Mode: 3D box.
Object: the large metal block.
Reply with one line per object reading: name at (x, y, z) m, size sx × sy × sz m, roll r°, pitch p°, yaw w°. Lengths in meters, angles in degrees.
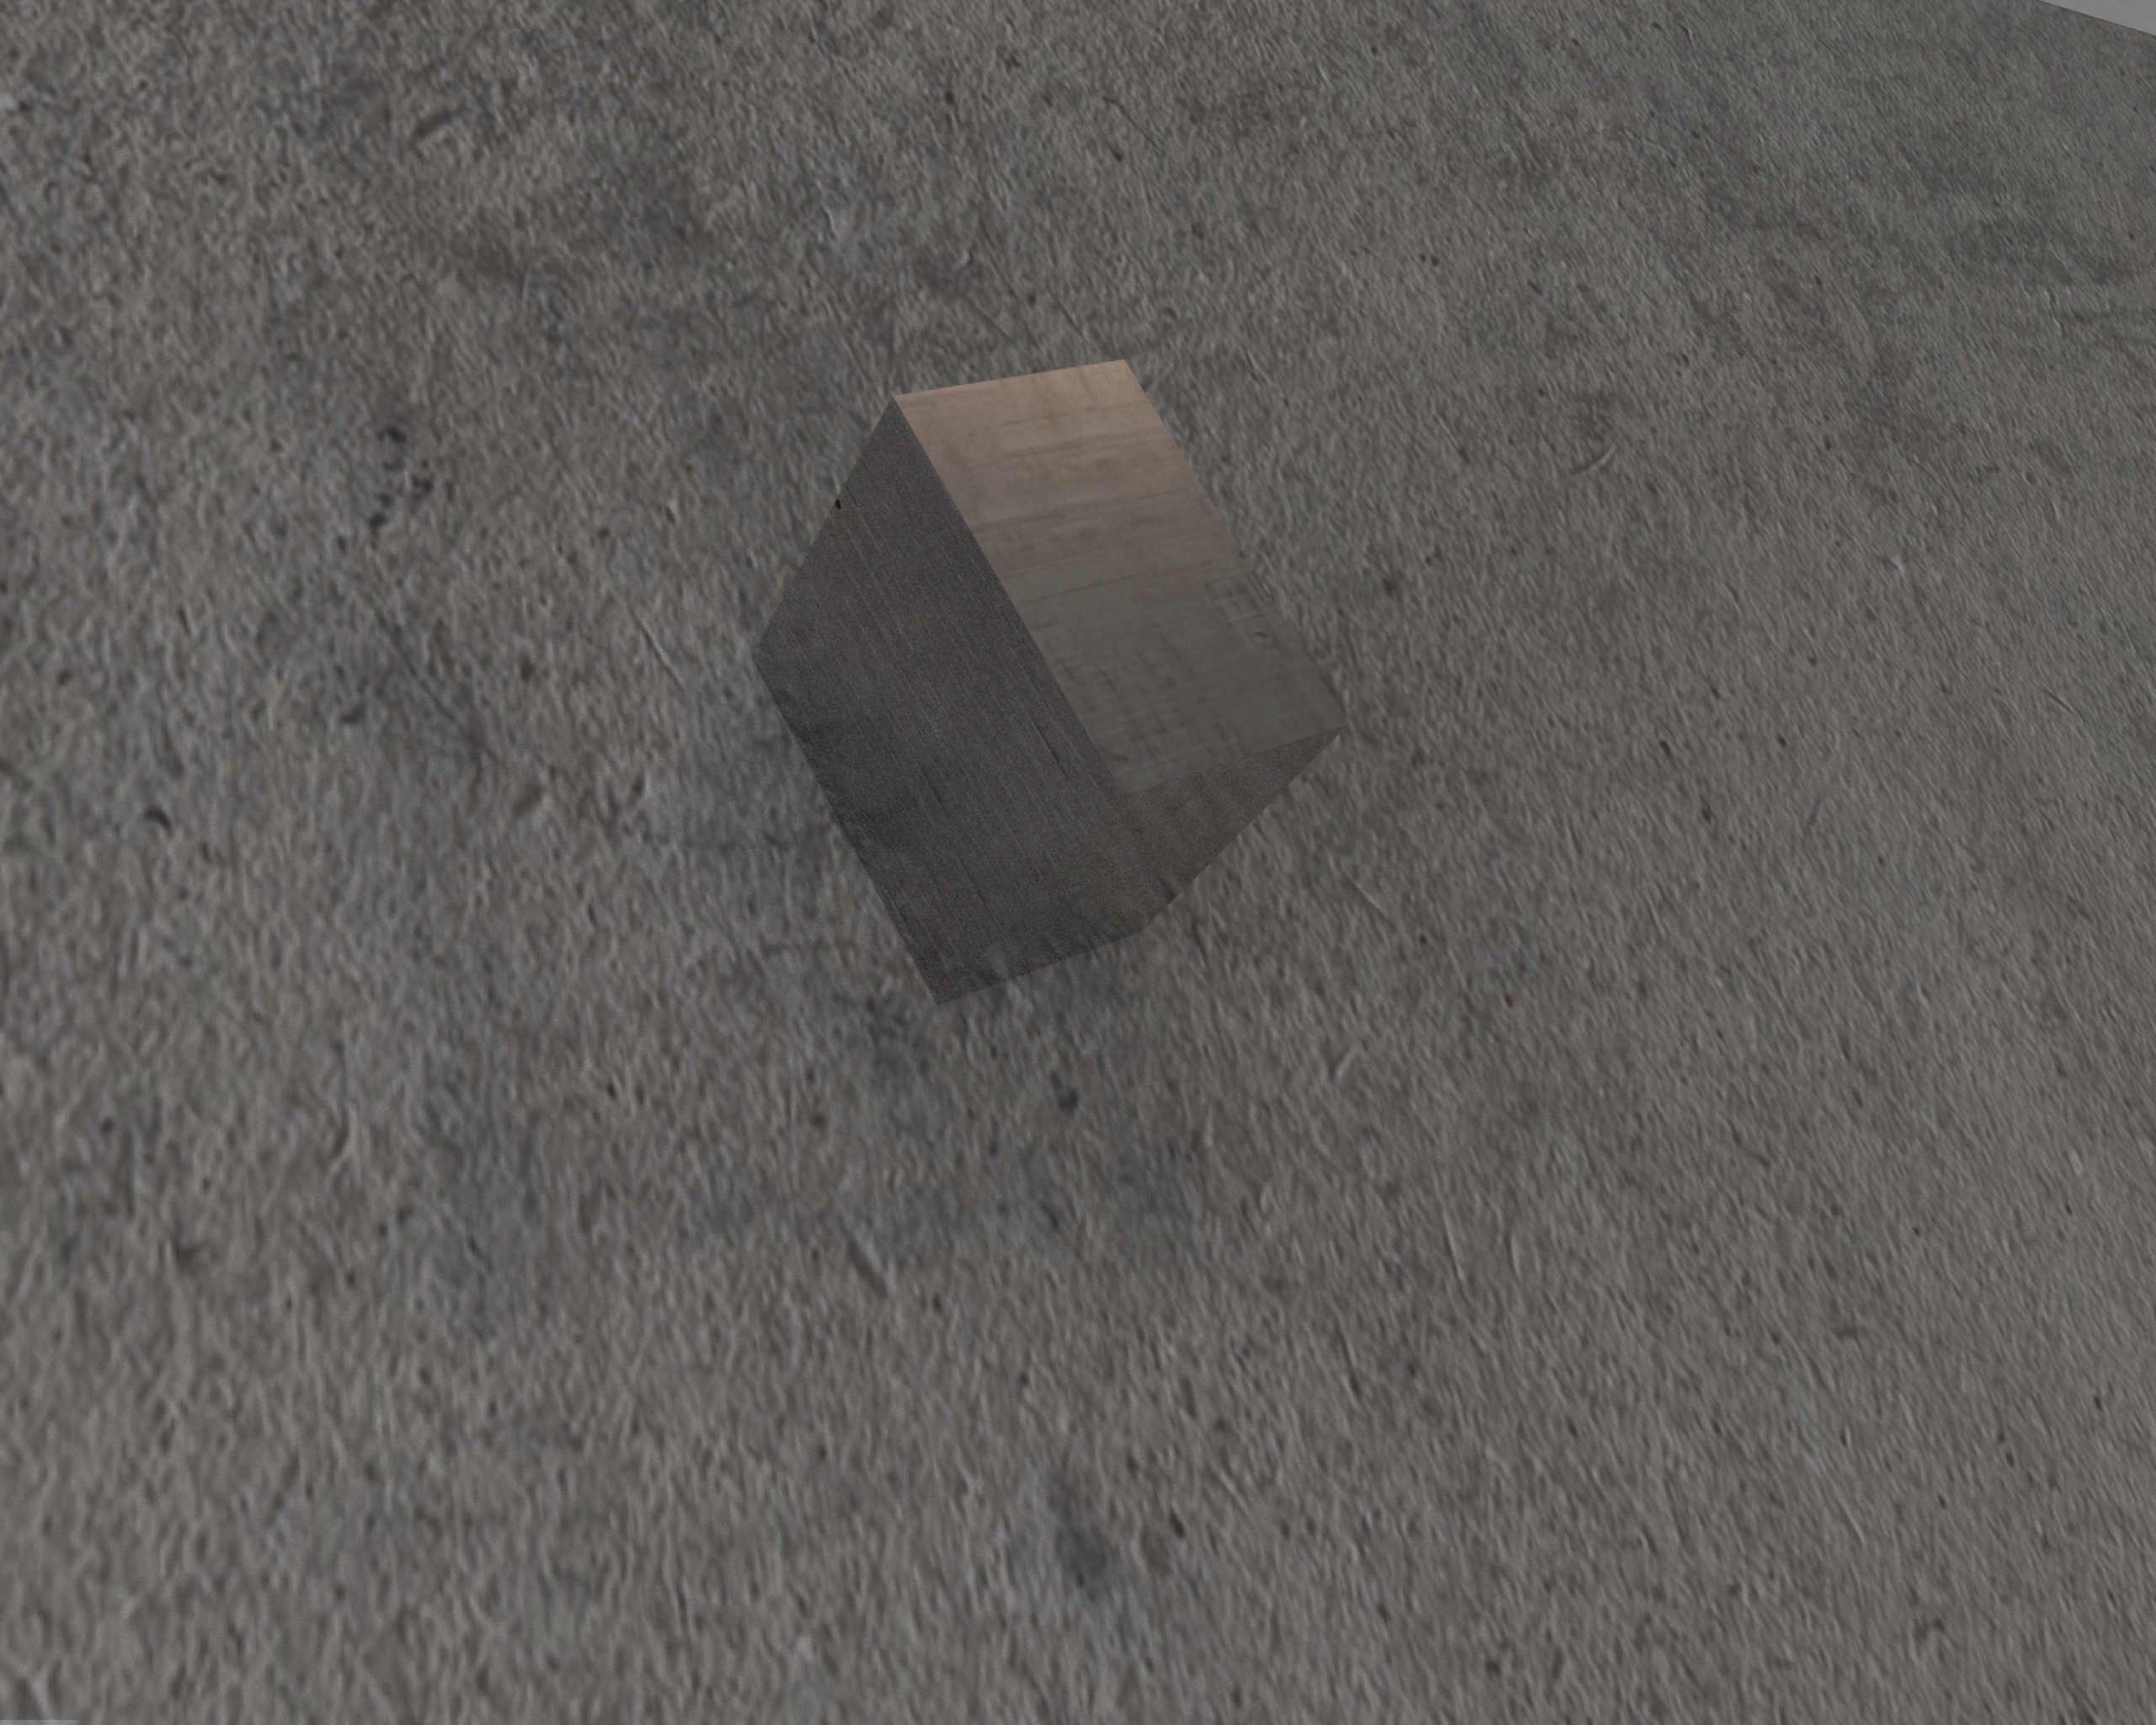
large metal block at (-0.009, -0.032, 0.383) m, size 0.050 × 0.080 × 0.080 m, roll -19°, pitch 72°, yaw -35°
